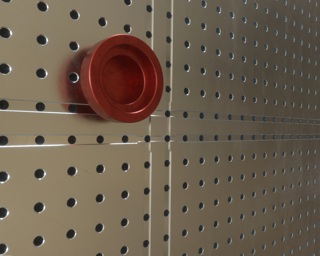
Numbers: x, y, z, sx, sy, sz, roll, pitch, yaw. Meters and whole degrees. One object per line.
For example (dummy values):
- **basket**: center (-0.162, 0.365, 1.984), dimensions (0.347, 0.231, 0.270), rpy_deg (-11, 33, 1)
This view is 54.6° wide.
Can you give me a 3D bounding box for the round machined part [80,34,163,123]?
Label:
- **round machined part**: center (-0.047, -0.055, 0.358), dimensions (0.099, 0.042, 0.097), rpy_deg (0, 90, -40)
